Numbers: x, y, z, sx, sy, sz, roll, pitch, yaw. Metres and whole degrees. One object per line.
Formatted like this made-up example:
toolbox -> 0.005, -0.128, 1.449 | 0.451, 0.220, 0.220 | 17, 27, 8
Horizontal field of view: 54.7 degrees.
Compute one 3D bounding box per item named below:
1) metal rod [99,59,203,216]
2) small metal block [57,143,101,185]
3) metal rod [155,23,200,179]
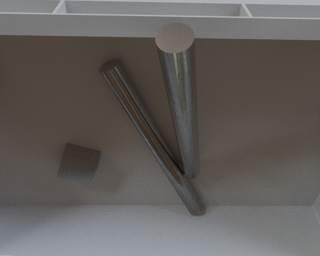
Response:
metal rod -> 0.002, 0.034, 0.437 | 0.025, 0.025, 0.299 | -19, 128, 15
small metal block -> -0.119, 0.053, 0.453 | 0.050, 0.025, 0.050 | 16, 128, -14
metal rod -> 0.029, 0.004, 0.333 | 0.025, 0.025, 0.299 | -7, 155, 5
